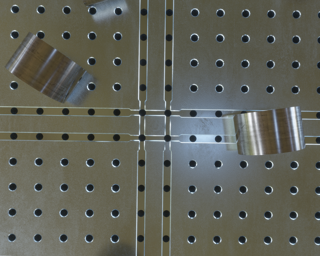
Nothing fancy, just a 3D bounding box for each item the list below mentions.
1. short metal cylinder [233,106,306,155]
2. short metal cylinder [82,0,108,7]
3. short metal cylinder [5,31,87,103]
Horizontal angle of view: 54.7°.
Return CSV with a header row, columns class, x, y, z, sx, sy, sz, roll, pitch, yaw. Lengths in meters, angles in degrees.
class,x,y,z,sx,sy,sz,roll,pitch,yaw
short metal cylinder,0.135,0.003,0.388,0.081,0.080,0.050,-8,90,0
short metal cylinder,-0.082,-0.199,0.385,0.050,0.080,0.080,-18,90,0
short metal cylinder,-0.139,-0.074,0.384,0.080,0.080,0.050,34,90,-1
